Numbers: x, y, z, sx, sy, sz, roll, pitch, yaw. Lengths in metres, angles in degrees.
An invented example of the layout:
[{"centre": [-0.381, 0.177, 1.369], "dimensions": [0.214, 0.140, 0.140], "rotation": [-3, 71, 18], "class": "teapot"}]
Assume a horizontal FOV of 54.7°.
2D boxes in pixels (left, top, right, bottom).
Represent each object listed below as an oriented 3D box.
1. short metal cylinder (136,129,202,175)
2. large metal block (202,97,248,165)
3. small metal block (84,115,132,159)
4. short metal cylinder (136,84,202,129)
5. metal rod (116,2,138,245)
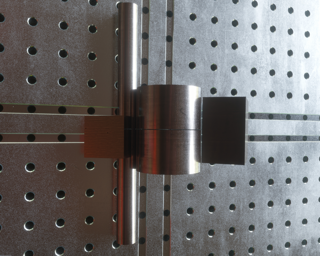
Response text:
[{"centre": [0.011, 0.027, 0.383], "dimensions": [0.081, 0.080, 0.050], "rotation": [1, 90, -20], "class": "short metal cylinder"}, {"centre": [0.087, 0.003, 0.404], "dimensions": [0.050, 0.080, 0.079], "rotation": [1, 90, 18], "class": "large metal block"}, {"centre": [-0.062, 0.010, 0.374], "dimensions": [0.050, 0.025, 0.050], "rotation": [0, 89, 14], "class": "small metal block"}, {"centre": [0.011, -0.024, 0.383], "dimensions": [0.081, 0.080, 0.050], "rotation": [1, 90, -20], "class": "short metal cylinder"}, {"centre": [-0.041, -0.005, 0.393], "dimensions": [0.025, 0.025, 0.298], "rotation": [0, 90, -20], "class": "metal rod"}]
